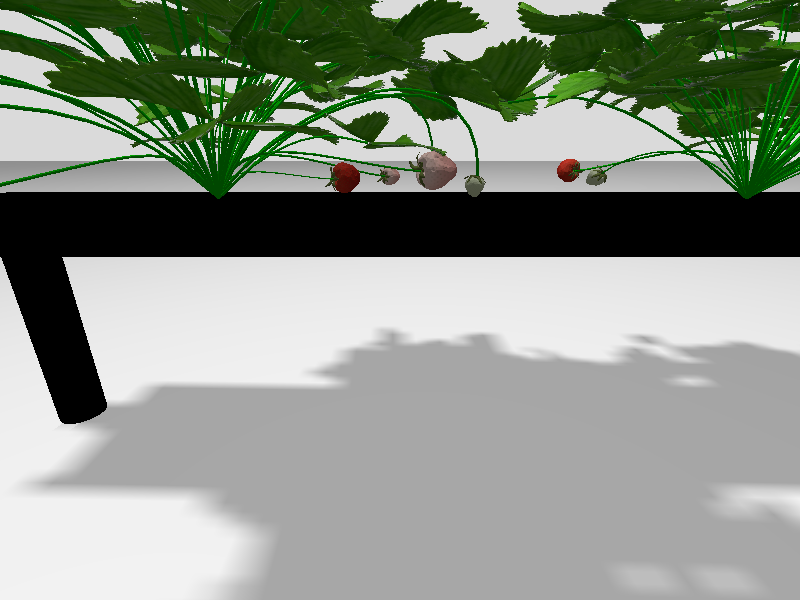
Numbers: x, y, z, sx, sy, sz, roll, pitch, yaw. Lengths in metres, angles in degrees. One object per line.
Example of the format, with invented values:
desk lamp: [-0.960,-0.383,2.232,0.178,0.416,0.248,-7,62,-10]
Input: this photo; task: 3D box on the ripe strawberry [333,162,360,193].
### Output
ripe strawberry: [-0.050,-0.116,0.379,0.026,0.028,0.024,-8,22,-22]

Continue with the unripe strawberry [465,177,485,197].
unripe strawberry: [0.057,-0.086,0.306,0.015,0.015,0.014,3,21,8]

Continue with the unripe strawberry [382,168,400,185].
unripe strawberry: [-0.010,-0.143,0.463,0.020,0.020,0.023,-17,27,-40]

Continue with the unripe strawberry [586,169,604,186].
unripe strawberry: [0.224,-0.140,0.460,0.018,0.019,0.020,-11,-7,-27]

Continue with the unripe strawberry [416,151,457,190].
unripe strawberry: [0.038,-0.130,0.403,0.038,0.038,0.042,-7,22,-20]

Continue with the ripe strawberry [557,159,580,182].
ripe strawberry: [0.219,-0.170,0.525,0.028,0.030,0.030,-8,21,-19]
